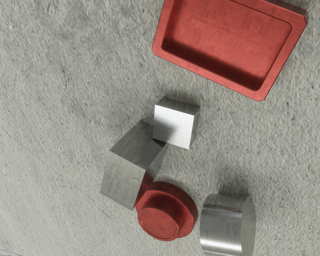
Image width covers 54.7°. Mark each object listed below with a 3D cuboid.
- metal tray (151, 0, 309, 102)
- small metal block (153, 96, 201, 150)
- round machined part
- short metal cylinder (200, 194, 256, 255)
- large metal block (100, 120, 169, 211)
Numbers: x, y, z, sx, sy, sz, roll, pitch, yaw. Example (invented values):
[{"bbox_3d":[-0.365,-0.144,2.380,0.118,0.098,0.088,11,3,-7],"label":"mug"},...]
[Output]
[{"bbox_3d":[0.064,-0.094,0.310,0.130,0.030,0.089,27,128,11],"label":"metal tray"},{"bbox_3d":[0.020,-0.007,0.391,0.050,0.025,0.050,17,125,18],"label":"small metal block"},{"bbox_3d":[0.005,0.134,0.475,0.098,0.042,0.097,13,124,20],"label":"round machined part"},{"bbox_3d":[0.090,0.127,0.402,0.050,0.080,0.080,-2,117,29],"label":"short metal cylinder"},{"bbox_3d":[-0.032,0.049,0.417,0.050,0.080,0.079,27,128,11],"label":"large metal block"}]
